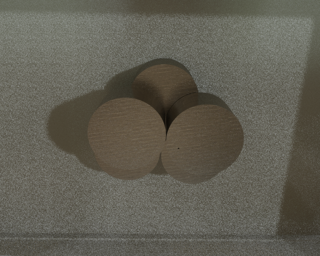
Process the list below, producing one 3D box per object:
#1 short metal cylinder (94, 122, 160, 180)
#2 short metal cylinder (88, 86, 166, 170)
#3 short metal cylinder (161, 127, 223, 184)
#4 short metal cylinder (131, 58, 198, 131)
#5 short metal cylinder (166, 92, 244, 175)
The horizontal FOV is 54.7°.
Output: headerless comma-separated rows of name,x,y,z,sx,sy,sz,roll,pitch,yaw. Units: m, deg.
short metal cylinder,-0.040,0.020,0.403,0.081,0.050,0.079,0,110,0
short metal cylinder,-0.034,-0.001,0.342,0.081,0.050,0.079,0,110,0
short metal cylinder,0.042,0.025,0.406,0.081,0.050,0.079,0,110,0
short metal cylinder,0.005,-0.042,0.381,0.081,0.050,0.079,0,110,0
short metal cylinder,0.047,0.005,0.344,0.081,0.050,0.079,0,110,0
